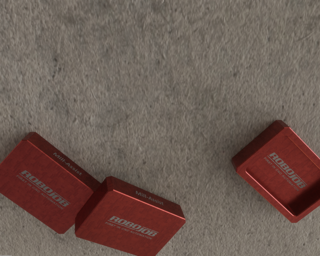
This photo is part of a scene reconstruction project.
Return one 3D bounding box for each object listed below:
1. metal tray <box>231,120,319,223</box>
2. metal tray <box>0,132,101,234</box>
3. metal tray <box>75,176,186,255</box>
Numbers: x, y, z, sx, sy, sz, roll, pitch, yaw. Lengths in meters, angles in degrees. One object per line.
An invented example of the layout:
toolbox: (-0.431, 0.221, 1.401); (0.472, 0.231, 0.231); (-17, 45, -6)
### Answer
metal tray: (0.177, 0.063, 0.432); (0.130, 0.030, 0.090); (42, 104, -14)
metal tray: (-0.158, 0.079, 0.434); (0.130, 0.030, 0.090); (42, 104, -14)
metal tray: (-0.041, 0.130, 0.438); (0.131, 0.030, 0.090); (29, 108, -26)
